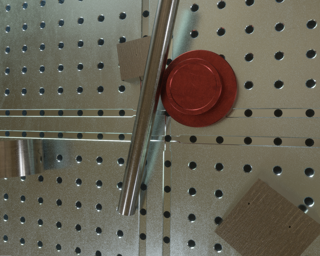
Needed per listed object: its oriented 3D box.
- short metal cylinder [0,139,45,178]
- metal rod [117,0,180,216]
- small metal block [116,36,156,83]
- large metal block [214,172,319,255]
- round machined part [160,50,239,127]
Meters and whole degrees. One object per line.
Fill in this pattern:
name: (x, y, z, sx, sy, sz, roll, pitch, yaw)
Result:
short metal cylinder: (-0.214, 0.044, 0.457, 0.080, 0.080, 0.050, -5, 89, 19)
metal rod: (-0.016, -0.027, 0.397, 0.025, 0.025, 0.298, 16, 103, 19)
small metal block: (-0.028, -0.092, 0.421, 0.050, 0.025, 0.050, -9, 87, 19)
large metal block: (0.123, 0.110, 0.356, 0.080, 0.050, 0.080, 38, 102, 15)
round machined part: (0.046, -0.050, 0.387, 0.098, 0.042, 0.097, 0, 90, 19)
